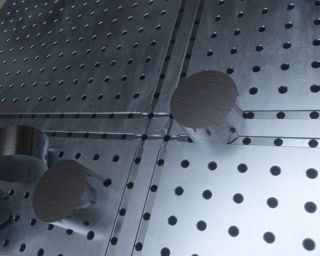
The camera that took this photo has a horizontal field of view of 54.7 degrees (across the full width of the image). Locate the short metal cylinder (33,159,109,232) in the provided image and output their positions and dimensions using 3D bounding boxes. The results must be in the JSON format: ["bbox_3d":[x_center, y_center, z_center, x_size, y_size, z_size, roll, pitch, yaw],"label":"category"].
[{"bbox_3d":[-0.114,0.087,0.398,0.080,0.050,0.080,-13,56,21],"label":"short metal cylinder"}]

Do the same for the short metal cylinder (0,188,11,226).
[{"bbox_3d":[-0.264,0.116,0.440,0.050,0.080,0.080,-36,51,4],"label":"short metal cylinder"}]

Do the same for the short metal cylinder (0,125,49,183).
[{"bbox_3d":[-0.208,0.040,0.458,0.080,0.080,0.050,-23,53,14],"label":"short metal cylinder"}]

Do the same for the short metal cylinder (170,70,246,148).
[{"bbox_3d":[0.059,-0.023,0.375,0.080,0.050,0.080,-13,56,21],"label":"short metal cylinder"}]
